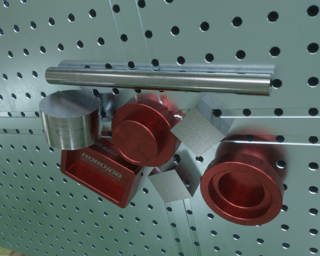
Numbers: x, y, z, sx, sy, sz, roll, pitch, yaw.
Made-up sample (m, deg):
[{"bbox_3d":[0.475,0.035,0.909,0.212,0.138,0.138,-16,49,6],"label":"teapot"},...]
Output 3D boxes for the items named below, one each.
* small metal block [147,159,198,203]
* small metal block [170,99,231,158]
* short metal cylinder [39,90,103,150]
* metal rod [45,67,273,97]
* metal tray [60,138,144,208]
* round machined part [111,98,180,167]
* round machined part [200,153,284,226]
[{"bbox_3d":[0.019,0.078,0.450,0.050,0.025,0.050,-21,108,36],"label":"small metal block"},{"bbox_3d":[0.050,0.001,0.386,0.050,0.025,0.050,44,129,-2],"label":"small metal block"},{"bbox_3d":[-0.122,-0.013,0.432,0.080,0.080,0.050,16,125,19],"label":"short metal cylinder"},{"bbox_3d":[-0.021,-0.060,0.384,0.301,0.025,0.025,6,121,24],"label":"metal rod"},{"bbox_3d":[-0.096,0.063,0.497,0.130,0.030,0.089,27,128,11],"label":"metal tray"},{"bbox_3d":[-0.025,0.012,0.420,0.098,0.042,0.097,12,121,22],"label":"round machined part"},{"bbox_3d":[0.104,0.072,0.390,0.098,0.042,0.097,13,124,21],"label":"round machined part"}]
